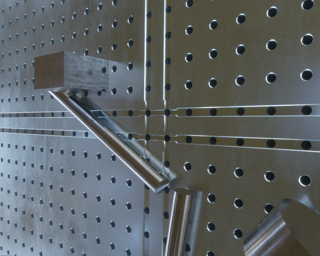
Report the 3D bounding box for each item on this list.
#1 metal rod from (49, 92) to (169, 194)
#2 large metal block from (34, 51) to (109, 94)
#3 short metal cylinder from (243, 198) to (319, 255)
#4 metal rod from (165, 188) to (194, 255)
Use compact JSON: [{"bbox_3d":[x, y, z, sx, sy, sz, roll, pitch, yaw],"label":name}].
[{"bbox_3d":[-0.097,0.000,0.486,0.300,0.025,0.025,37,113,33],"label":"metal rod"},{"bbox_3d":[-0.138,-0.083,0.484,0.080,0.081,0.050,2,92,39],"label":"large metal block"},{"bbox_3d":[0.122,0.110,0.272,0.080,0.081,0.050,48,118,29],"label":"short metal cylinder"},{"bbox_3d":[0.010,0.225,0.399,0.025,0.025,0.298,13,98,39],"label":"metal rod"}]
